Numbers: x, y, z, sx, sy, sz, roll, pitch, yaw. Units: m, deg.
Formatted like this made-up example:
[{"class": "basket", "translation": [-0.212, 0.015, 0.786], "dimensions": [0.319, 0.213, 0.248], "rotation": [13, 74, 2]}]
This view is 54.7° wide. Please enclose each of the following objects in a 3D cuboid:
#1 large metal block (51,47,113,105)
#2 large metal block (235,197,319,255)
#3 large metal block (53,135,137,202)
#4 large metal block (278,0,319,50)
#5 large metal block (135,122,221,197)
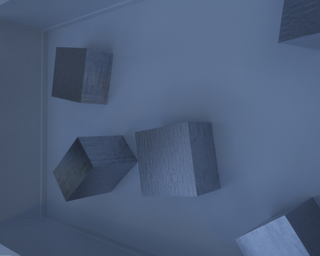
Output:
[{"class": "large metal block", "translation": [-0.125, -0.083, 0.494], "dimensions": [0.080, 0.050, 0.079], "rotation": [14, 99, 39]}, {"class": "large metal block", "translation": [0.124, 0.114, 0.269], "dimensions": [0.050, 0.081, 0.080], "rotation": [-42, 65, 32]}, {"class": "large metal block", "translation": [-0.093, 0.056, 0.448], "dimensions": [0.080, 0.081, 0.050], "rotation": [-49, 61, 29]}, {"class": "large metal block", "translation": [0.145, -0.110, 0.246], "dimensions": [0.080, 0.050, 0.079], "rotation": [-152, 67, -75]}, {"class": "large metal block", "translation": [0.020, 0.038, 0.374], "dimensions": [0.080, 0.050, 0.080], "rotation": [-11, 83, 39]}]
